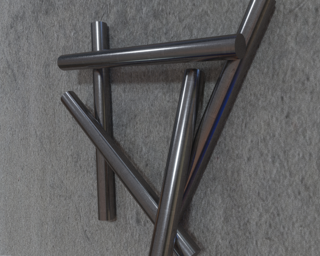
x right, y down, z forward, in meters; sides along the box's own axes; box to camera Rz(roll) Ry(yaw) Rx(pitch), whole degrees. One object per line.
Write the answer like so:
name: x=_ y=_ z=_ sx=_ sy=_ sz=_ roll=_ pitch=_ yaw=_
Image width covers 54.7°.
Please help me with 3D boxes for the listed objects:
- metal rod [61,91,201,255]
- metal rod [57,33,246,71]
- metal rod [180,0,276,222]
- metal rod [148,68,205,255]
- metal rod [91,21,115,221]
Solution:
metal rod: x=-0.054 y=0.047 z=0.413 sx=0.300 sy=0.025 sz=0.025 roll=47 pitch=118 yaw=29
metal rod: x=-0.037 y=-0.092 z=0.399 sx=0.300 sy=0.025 sz=0.025 roll=6 pitch=94 yaw=39
metal rod: x=0.056 y=0.002 z=0.357 sx=0.025 sy=0.025 sz=0.298 roll=32 pitch=110 yaw=35
metal rod: x=0.012 y=0.077 z=0.341 sx=0.025 sy=0.025 sz=0.299 roll=2 pitch=75 yaw=39
metal rod: x=-0.088 y=-0.012 z=0.474 sx=0.025 sy=0.025 sz=0.298 roll=-4 pitch=87 yaw=39
